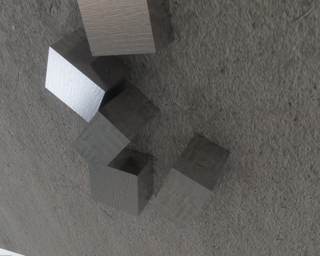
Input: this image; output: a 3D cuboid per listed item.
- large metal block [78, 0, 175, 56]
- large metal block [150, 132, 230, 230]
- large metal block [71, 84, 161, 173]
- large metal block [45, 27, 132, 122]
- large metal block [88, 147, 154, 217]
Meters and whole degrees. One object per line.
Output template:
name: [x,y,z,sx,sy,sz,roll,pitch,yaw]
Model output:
large metal block: [-0.036,-0.125,0.333,0.080,0.050,0.079,3,120,26]
large metal block: [0.039,0.066,0.391,0.050,0.080,0.079,31,128,8]
large metal block: [-0.057,0.000,0.401,0.050,0.080,0.080,44,129,-2]
large metal block: [-0.092,-0.062,0.389,0.080,0.050,0.080,39,144,1]
large metal block: [-0.057,0.076,0.468,0.080,0.050,0.079,15,125,20]
